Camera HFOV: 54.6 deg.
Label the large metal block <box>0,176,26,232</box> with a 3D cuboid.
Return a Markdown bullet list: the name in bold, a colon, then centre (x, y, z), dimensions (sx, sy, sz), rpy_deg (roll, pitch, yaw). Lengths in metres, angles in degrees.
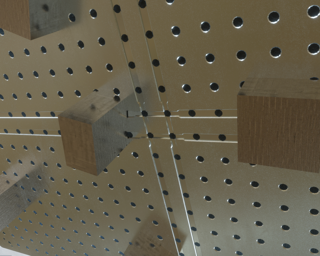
- **large metal block**: centre (-0.343, 0.163, 0.659), dimensions (0.050, 0.080, 0.080), rpy_deg (12, 124, 21)

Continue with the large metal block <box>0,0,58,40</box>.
- **large metal block**: centre (-0.176, -0.167, 0.386), dimensions (0.080, 0.050, 0.079), rpy_deg (24, 127, 13)

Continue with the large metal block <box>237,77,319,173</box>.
- **large metal block**: centre (0.127, -0.006, 0.325), dimensions (0.080, 0.050, 0.080), rpy_deg (6, 121, 25)

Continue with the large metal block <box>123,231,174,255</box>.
- **large metal block**: centre (-0.028, 0.248, 0.564), dimensions (0.080, 0.050, 0.080), rpy_deg (35, 129, 4)

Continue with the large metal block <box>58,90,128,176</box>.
- **large metal block**: centre (-0.087, 0.005, 0.426), dimensions (0.050, 0.080, 0.079), rpy_deg (15, 125, 20)
